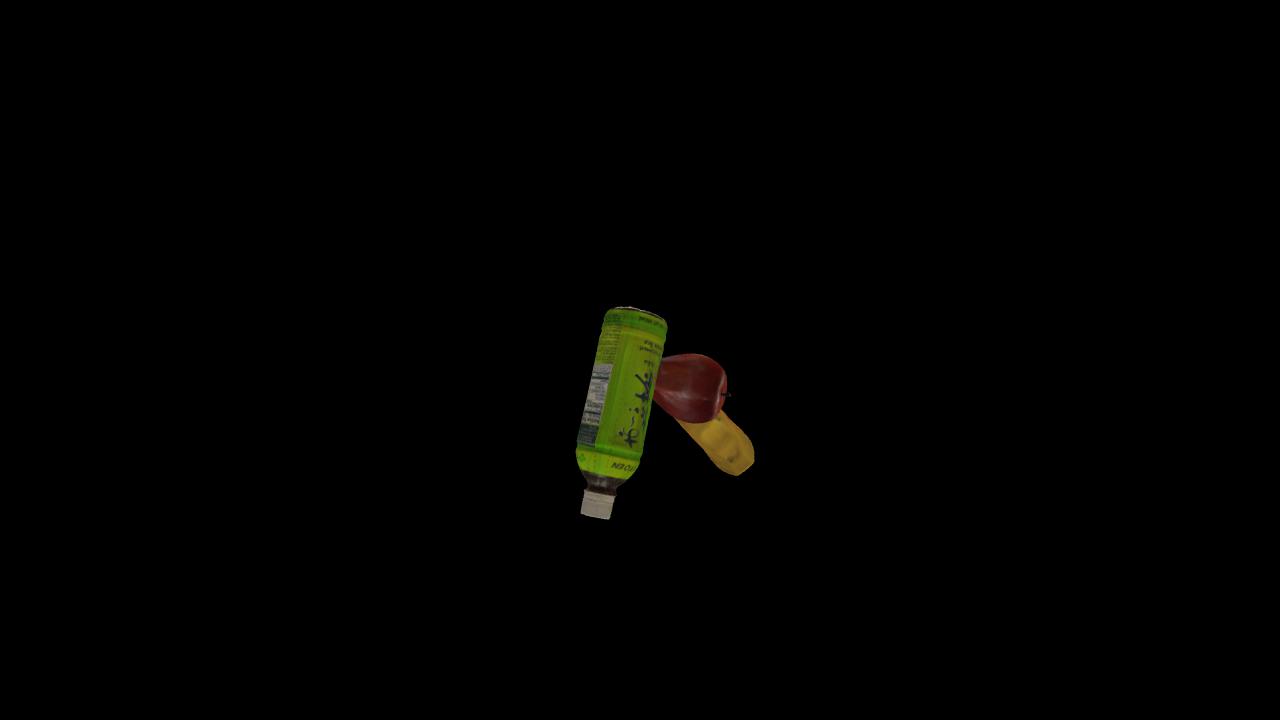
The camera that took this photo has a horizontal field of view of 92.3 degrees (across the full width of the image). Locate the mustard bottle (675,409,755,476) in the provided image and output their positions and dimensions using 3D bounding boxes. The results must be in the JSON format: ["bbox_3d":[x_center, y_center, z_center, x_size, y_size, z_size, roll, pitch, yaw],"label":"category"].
[{"bbox_3d":[0.062,0.057,0.732,0.054,0.184,0.092,-38,28,9],"label":"mustard bottle"}]

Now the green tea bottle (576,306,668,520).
[{"bbox_3d":[-0.025,0.054,0.632,0.073,0.212,0.073,13,-10,2],"label":"green tea bottle"}]

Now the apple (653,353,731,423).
[{"bbox_3d":[0.056,0.031,0.694,0.093,0.079,0.079,15,3,11],"label":"apple"}]
